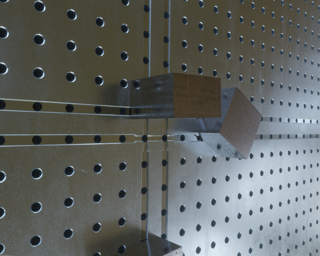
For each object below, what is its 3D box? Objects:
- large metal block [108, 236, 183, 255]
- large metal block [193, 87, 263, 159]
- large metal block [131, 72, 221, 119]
[{"bbox_3d":[-0.016,0.191,0.382,0.081,0.050,0.079,-7,95,-40],"label":"large metal block"},{"bbox_3d":[0.108,-0.007,0.487,0.080,0.050,0.080,39,66,-34],"label":"large metal block"},{"bbox_3d":[0.020,-0.037,0.392,0.081,0.080,0.050,-2,92,-40],"label":"large metal block"}]
